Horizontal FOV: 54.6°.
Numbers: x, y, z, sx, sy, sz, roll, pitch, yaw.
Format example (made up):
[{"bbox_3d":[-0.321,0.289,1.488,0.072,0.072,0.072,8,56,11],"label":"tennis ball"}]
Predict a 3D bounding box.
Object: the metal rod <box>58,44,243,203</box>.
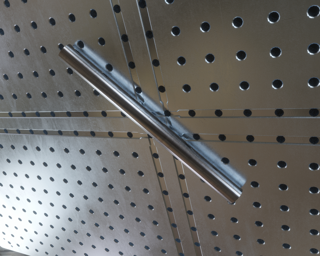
[{"bbox_3d":[-0.013,-0.006,0.415,0.300,0.025,0.025,40,129,0],"label":"metal rod"}]
